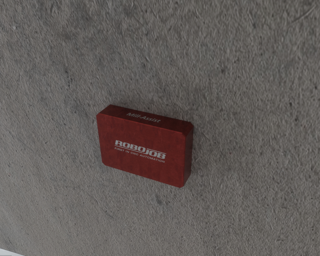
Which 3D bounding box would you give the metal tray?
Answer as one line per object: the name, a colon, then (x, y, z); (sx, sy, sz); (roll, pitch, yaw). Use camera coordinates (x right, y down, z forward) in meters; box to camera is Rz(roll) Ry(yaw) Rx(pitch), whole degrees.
metal tray: (-0.022, 0.024, 0.431); (0.130, 0.030, 0.089); (13, 124, 21)
